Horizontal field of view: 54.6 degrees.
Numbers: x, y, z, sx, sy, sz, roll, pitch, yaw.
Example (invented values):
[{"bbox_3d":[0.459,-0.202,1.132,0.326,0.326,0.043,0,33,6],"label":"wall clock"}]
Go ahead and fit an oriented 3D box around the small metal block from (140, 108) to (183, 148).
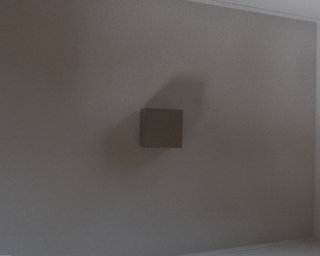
[{"bbox_3d":[0.002,0.000,0.407,0.050,0.025,0.050,2,90,-20],"label":"small metal block"}]
